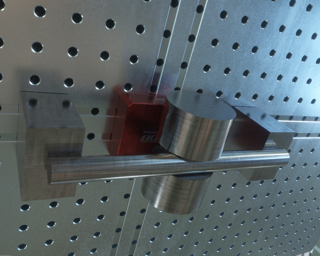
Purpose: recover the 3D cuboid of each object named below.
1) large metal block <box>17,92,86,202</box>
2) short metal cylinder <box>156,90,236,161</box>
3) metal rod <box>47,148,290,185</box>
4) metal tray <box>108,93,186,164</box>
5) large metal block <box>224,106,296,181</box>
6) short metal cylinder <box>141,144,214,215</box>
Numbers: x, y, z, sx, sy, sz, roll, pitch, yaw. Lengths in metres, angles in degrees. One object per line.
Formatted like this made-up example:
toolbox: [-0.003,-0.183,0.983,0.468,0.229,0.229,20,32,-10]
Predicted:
large metal block: [-0.117,0.016,0.320,0.050,0.080,0.079,1,118,-29]
short metal cylinder: [0.040,-0.005,0.356,0.081,0.080,0.050,1,118,-29]
metal rod: [0.034,0.039,0.349,0.303,0.025,0.025,0,118,-29]
metal tray: [0.005,0.004,0.413,0.131,0.030,0.089,1,118,-29]
large metal block: [0.140,0.022,0.464,0.050,0.080,0.079,1,118,-29]
short metal cylinder: [0.021,0.061,0.386,0.081,0.080,0.050,1,118,-29]
